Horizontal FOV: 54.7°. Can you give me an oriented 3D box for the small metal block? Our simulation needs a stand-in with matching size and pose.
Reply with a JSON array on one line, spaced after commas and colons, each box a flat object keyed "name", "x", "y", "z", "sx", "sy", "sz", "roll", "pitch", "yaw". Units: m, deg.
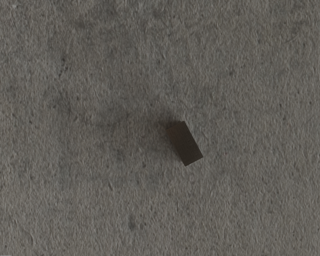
[{"name": "small metal block", "x": 0.030, "y": 0.019, "z": 0.398, "sx": 0.025, "sy": 0.050, "sz": 0.050, "roll": -28, "pitch": 90, "yaw": 0}]
